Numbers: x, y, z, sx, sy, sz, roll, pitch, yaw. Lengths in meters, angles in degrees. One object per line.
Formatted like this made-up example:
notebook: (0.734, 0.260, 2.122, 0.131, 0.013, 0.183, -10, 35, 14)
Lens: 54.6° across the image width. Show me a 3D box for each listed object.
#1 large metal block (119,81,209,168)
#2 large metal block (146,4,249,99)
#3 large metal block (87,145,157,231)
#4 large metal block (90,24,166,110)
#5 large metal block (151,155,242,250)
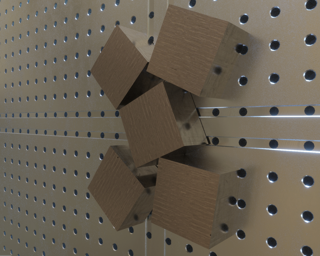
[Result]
large metal block: (0.003, -0.002, 0.391, 0.080, 0.050, 0.080, -28, 72, 36)
large metal block: (0.041, -0.087, 0.358, 0.080, 0.050, 0.080, 31, 110, 33)
large metal block: (-0.045, 0.080, 0.430, 0.080, 0.050, 0.080, 45, 117, 31)
large metal block: (-0.041, -0.081, 0.428, 0.080, 0.050, 0.080, -52, 59, 28)
large metal block: (0.041, 0.080, 0.360, 0.080, 0.050, 0.080, 12, 97, 39)
